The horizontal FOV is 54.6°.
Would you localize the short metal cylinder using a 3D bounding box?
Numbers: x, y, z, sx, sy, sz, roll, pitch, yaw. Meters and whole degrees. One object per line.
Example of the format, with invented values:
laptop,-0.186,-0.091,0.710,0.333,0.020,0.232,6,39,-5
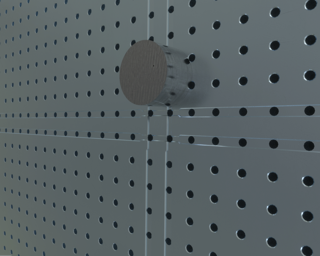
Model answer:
short metal cylinder,-0.006,-0.068,0.399,0.080,0.050,0.080,0,90,40
